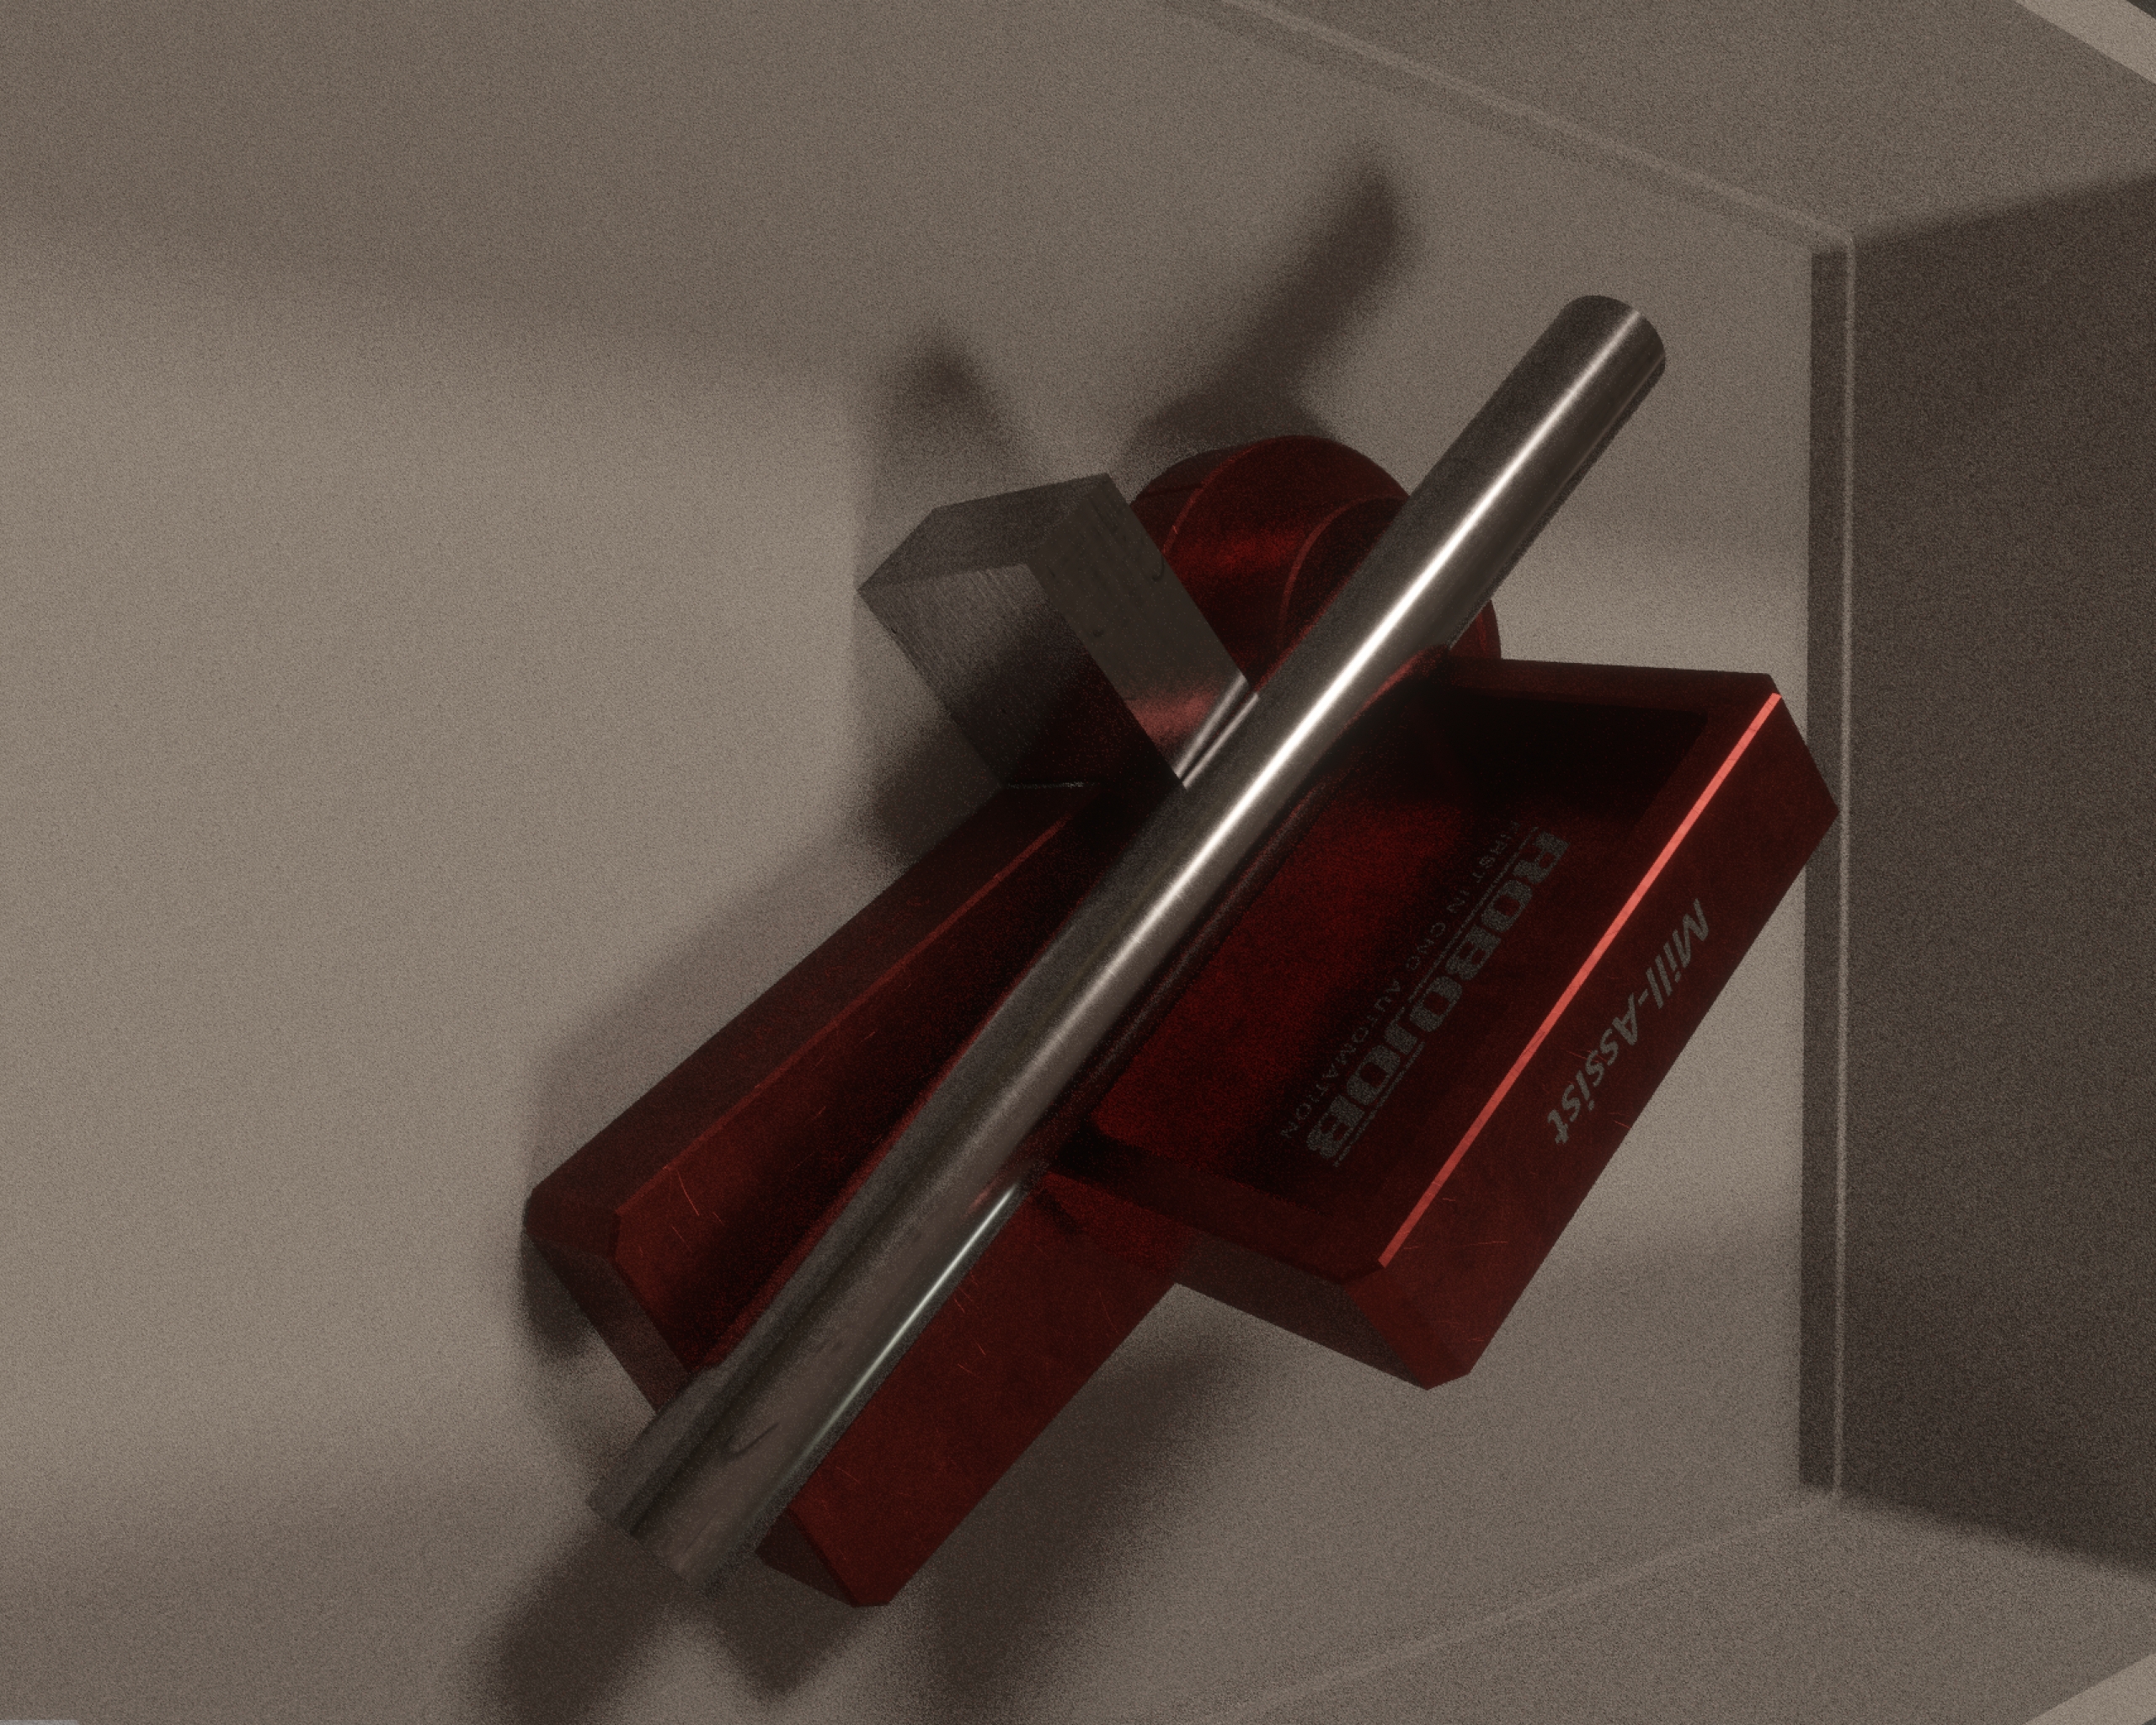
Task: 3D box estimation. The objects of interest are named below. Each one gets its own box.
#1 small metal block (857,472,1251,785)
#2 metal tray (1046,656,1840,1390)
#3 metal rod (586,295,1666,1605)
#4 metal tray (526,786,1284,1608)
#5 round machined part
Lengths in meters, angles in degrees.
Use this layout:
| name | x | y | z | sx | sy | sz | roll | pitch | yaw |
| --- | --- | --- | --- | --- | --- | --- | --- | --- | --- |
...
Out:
| name | x | y | z | sx | sy | sz | roll | pitch | yaw |
| --- | --- | --- | --- | --- | --- | --- | --- | --- | --- |
| small metal block | -0.005 | -0.041 | 0.386 | 0.025 | 0.050 | 0.050 | -52 | 121 | -27 |
| metal tray | 0.060 | 0.020 | 0.366 | 0.130 | 0.090 | 0.030 | -50 | 123 | -21 |
| metal rod | 0.023 | -0.002 | 0.375 | 0.301 | 0.025 | 0.025 | -50 | 120 | -24 |
| metal tray | -0.024 | 0.057 | 0.384 | 0.131 | 0.030 | 0.090 | -42 | 116 | -32 |
| round machined part | 0.052 | -0.041 | 0.439 | 0.099 | 0.042 | 0.097 | 0 | 90 | -40 |
